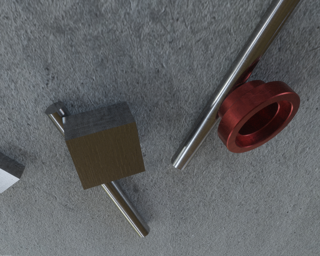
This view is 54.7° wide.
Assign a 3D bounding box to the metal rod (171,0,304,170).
[{"bbox_3d":[0.086,-0.054,0.362,0.025,0.025,0.298,18,128,-15],"label":"metal rod"}]

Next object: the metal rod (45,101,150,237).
[{"bbox_3d":[-0.080,0.082,0.475,0.025,0.025,0.299,-16,129,12],"label":"metal rod"}]

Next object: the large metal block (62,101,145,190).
[{"bbox_3d":[-0.069,0.022,0.390,0.081,0.050,0.079,-16,127,-11],"label":"large metal block"}]

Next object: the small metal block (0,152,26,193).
[{"bbox_3d":[-0.240,0.065,0.459,0.050,0.025,0.050,-34,123,25],"label":"small metal block"}]

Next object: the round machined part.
[{"bbox_3d":[0.110,-0.018,0.366,0.099,0.042,0.097,-21,145,-15],"label":"round machined part"}]
